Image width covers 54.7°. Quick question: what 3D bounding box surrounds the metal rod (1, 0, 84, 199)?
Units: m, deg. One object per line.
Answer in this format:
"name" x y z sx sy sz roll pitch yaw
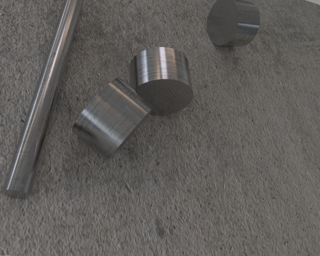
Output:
"metal rod" -0.130 -0.064 0.372 0.025 0.025 0.300 16 55 -20

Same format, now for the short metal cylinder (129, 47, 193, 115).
"short metal cylinder" 0.000 -0.059 0.405 0.081 0.080 0.050 9 58 -24

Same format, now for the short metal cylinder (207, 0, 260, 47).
"short metal cylinder" 0.129 -0.187 0.552 0.050 0.080 0.080 -5 65 -31

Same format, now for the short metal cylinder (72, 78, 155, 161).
"short metal cylinder" -0.051 -0.009 0.347 0.050 0.080 0.080 40 51 -1
